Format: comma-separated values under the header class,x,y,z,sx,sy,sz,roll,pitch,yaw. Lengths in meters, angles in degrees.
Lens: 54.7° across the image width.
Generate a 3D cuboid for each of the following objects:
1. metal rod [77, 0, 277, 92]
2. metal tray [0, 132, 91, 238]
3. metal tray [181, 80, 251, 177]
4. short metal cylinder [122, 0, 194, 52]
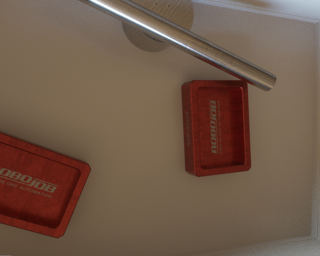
class,x,y,z,sx,sy,sz,roll,pitch,yaw
metal rod,0.013,-0.111,0.363,0.302,0.025,0.025,21,83,-20
metal tray,-0.157,0.061,0.350,0.131,0.030,0.090,24,82,-19
metal tray,0.080,-0.001,0.438,0.091,0.030,0.129,-3,91,-20
short metal cylinder,-0.004,-0.143,0.396,0.081,0.050,0.079,0,90,-20
